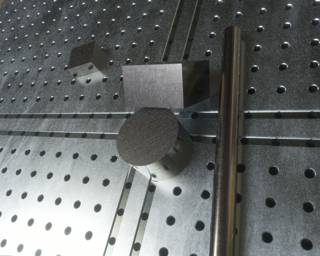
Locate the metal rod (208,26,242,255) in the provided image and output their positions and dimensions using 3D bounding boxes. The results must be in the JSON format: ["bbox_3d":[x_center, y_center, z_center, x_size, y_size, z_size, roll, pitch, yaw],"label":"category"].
[{"bbox_3d":[0.080,-0.003,0.367,0.025,0.025,0.299,-5,59,25],"label":"metal rod"}]

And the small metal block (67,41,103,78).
[{"bbox_3d":[-0.132,-0.121,0.550,0.050,0.025,0.050,-12,57,21],"label":"small metal block"}]

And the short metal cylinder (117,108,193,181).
[{"bbox_3d":[-0.006,0.019,0.382,0.080,0.050,0.080,-13,56,21],"label":"short metal cylinder"}]

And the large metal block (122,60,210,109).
[{"bbox_3d":[0.010,-0.058,0.394,0.080,0.080,0.050,5,106,30],"label":"large metal block"}]
